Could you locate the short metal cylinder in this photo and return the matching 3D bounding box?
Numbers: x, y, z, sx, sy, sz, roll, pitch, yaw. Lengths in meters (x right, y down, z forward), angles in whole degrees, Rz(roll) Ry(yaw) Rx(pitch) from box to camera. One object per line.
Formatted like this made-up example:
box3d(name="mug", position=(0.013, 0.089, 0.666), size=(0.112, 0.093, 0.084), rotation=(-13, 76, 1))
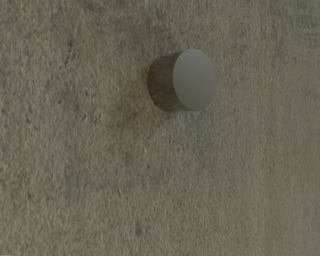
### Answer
box3d(name="short metal cylinder", position=(0.030, -0.062, 0.416), size=(0.081, 0.050, 0.079), rotation=(0, 90, -40))
